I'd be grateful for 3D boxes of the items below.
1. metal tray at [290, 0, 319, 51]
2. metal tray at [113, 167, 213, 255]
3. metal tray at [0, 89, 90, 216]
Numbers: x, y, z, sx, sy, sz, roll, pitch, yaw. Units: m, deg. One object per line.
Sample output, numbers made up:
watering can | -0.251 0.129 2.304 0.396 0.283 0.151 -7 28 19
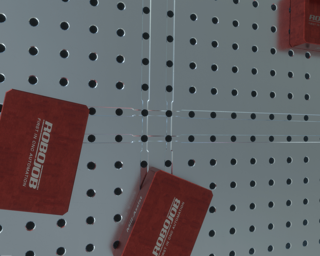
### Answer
metal tray | 0.277 -0.174 0.511 0.131 0.030 0.090 2 90 -20
metal tray | 0.006 0.128 0.412 0.090 0.030 0.130 25 82 -18
metal tray | -0.141 0.029 0.358 0.091 0.030 0.129 12 86 -20
